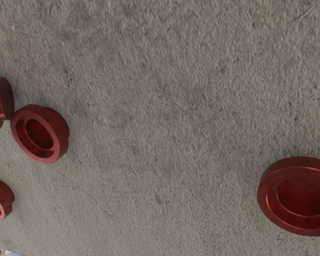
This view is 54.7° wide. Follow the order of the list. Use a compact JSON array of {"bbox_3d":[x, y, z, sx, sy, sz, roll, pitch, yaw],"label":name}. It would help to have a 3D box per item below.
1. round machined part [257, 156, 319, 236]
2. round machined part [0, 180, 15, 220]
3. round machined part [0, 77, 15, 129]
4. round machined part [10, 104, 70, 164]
[{"bbox_3d":[0.165,0.072,0.353,0.098,0.042,0.097,13,124,21],"label":"round machined part"},{"bbox_3d":[-0.362,0.151,0.681,0.098,0.042,0.097,13,124,21],"label":"round machined part"},{"bbox_3d":[-0.259,-0.043,0.482,0.042,0.098,0.097,-7,121,-9],"label":"round machined part"},{"bbox_3d":[-0.186,0.005,0.498,0.098,0.042,0.097,13,124,21],"label":"round machined part"}]
